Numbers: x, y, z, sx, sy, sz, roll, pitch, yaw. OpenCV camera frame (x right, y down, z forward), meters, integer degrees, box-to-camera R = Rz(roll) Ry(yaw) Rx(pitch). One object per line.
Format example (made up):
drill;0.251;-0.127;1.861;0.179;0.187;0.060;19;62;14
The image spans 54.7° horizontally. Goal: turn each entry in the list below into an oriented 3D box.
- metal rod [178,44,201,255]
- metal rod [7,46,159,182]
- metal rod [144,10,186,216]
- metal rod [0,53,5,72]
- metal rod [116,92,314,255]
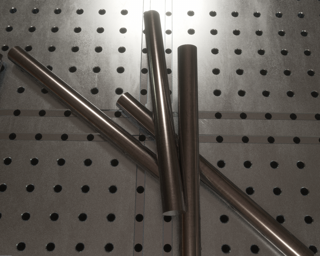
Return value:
metal rod;0.035;0.045;0.370;0.025;0.025;0.298;0;79;0
metal rod;-0.093;-0.018;0.417;0.300;0.025;0.025;38;74;12
metal rod;0.001;-0.040;0.404;0.025;0.025;0.299;-5;62;-2
metal rod;-0.256;0.034;0.395;0.025;0.025;0.299;7;70;2
metal rod;0.059;0.057;0.391;0.300;0.025;0.025;41;75;13
